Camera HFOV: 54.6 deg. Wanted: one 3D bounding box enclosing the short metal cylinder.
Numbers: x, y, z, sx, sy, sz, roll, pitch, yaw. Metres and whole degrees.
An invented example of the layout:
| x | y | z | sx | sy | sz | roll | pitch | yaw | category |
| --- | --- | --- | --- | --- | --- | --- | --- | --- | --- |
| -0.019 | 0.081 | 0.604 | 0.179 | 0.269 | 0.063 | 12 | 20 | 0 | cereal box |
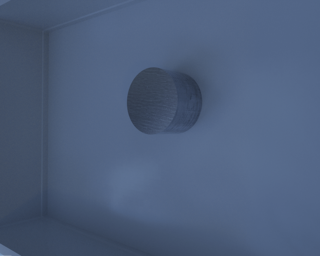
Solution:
| x | y | z | sx | sy | sz | roll | pitch | yaw | category |
| --- | --- | --- | --- | --- | --- | --- | --- | --- | --- |
| 0.005 | -0.032 | 0.387 | 0.080 | 0.050 | 0.080 | 0 | 90 | 40 | short metal cylinder |
